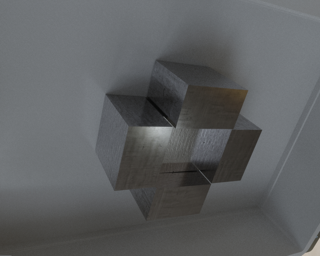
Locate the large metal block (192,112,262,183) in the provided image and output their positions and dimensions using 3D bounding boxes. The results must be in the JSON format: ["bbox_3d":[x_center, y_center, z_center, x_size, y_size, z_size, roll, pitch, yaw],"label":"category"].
[{"bbox_3d":[0.081,0.018,0.427,0.050,0.080,0.079,1,118,-29],"label":"large metal block"}]

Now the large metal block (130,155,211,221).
[{"bbox_3d":[0.008,0.074,0.421,0.081,0.080,0.050,2,118,-29],"label":"large metal block"}]

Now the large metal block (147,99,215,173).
[{"bbox_3d":[0.019,0.010,0.406,0.081,0.050,0.079,1,118,-29],"label":"large metal block"}]

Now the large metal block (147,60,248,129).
[{"bbox_3d":[0.041,-0.040,0.368,0.081,0.080,0.050,1,118,-29],"label":"large metal block"}]

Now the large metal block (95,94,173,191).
[{"bbox_3d":[-0.035,0.014,0.362,0.050,0.080,0.079,1,118,-29],"label":"large metal block"}]
